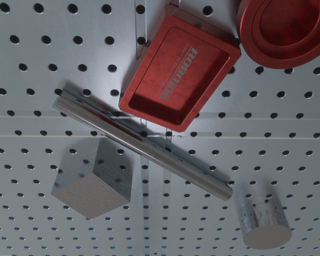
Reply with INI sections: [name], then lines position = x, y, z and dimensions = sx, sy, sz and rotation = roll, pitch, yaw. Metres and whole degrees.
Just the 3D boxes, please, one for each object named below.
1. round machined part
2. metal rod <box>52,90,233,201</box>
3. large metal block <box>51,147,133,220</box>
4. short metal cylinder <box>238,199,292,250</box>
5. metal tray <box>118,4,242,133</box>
[round machined part]
position = 0.125, -0.111, 0.307
dimensions = 0.099, 0.042, 0.097
rotation = 0, 130, 0
[metal rod]
position = -0.008, 0.035, 0.441
dimensions = 0.301, 0.025, 0.025
rotation = 31, 123, -24
[large metal block]
position = -0.100, 0.086, 0.467
dimensions = 0.080, 0.050, 0.080
rotation = -28, 125, 21
[short metal cylinder]
position = 0.181, 0.169, 0.541
dimensions = 0.081, 0.050, 0.079
rotation = 0, 130, 0
[metal tray]
position = 0.018, -0.060, 0.356
dimensions = 0.091, 0.030, 0.129
rotation = 21, 127, -17
